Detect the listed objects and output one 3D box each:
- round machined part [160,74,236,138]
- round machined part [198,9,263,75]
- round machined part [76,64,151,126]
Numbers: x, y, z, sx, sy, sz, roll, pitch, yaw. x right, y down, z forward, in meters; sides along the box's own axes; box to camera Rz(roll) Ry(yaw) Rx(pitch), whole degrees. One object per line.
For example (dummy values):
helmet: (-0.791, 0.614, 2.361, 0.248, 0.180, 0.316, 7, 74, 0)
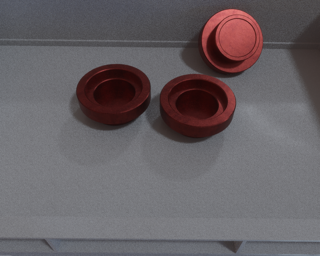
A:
round machined part: (0.049, -0.025, 0.416, 0.099, 0.042, 0.098, 0, 50, 0)
round machined part: (0.111, -0.133, 0.472, 0.099, 0.042, 0.097, 0, 93, -7)
round machined part: (-0.062, -0.042, 0.428, 0.099, 0.042, 0.098, 0, 50, 0)
